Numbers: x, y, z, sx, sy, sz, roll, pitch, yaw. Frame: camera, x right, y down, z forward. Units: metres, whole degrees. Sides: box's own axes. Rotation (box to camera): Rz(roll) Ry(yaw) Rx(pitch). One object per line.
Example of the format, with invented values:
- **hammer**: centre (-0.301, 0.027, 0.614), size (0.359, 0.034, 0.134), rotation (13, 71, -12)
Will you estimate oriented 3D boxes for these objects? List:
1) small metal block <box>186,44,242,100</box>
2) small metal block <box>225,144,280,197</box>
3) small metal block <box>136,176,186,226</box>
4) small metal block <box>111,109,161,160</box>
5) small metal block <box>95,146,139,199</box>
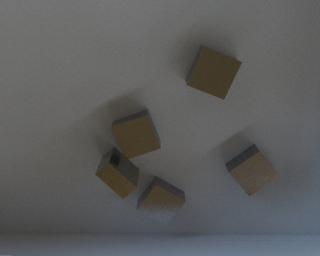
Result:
- **small metal block**: centre (0.066, -0.070, 0.386), size (0.050, 0.025, 0.050), rotation (20, 109, -8)
- **small metal block**: centre (0.129, 0.059, 0.434), size (0.050, 0.025, 0.050), rotation (-38, 106, 12)
- **small metal block**: centre (0.001, 0.106, 0.450), size (0.050, 0.025, 0.050), rotation (31, 107, -11)
- **small metal block**: centre (-0.031, 0.009, 0.414), size (0.050, 0.025, 0.050), rotation (-19, 109, 6)
- **small metal block**: centre (-0.056, 0.059, 0.419), size (0.025, 0.050, 0.050), rotation (-41, 105, 13)
